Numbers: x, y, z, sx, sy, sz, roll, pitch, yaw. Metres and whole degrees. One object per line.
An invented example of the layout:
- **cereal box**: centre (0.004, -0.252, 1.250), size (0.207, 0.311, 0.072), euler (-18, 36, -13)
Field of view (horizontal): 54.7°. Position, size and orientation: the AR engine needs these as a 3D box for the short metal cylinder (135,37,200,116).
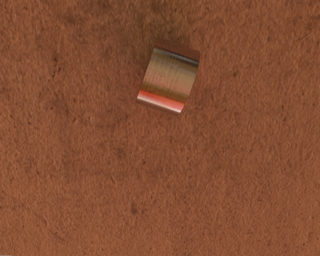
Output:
- **short metal cylinder**: centre (0.008, -0.059, 0.359), size (0.050, 0.080, 0.079), euler (18, 109, -7)
